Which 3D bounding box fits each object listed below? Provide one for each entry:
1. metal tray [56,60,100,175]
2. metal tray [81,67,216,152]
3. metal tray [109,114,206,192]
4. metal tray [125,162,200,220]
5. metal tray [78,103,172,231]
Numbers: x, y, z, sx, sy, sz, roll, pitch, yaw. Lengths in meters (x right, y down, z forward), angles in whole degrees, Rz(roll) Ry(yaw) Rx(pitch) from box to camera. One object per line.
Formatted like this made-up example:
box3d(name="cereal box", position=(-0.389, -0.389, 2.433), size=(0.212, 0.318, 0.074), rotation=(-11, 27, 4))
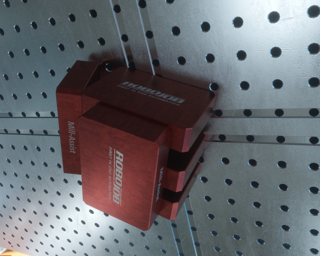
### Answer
box3d(name="metal tray", position=(-0.104, -0.013, 0.413), size=(0.030, 0.090, 0.129), rotation=(7, 124, -1))
box3d(name="metal tray", position=(-0.012, -0.027, 0.358), size=(0.130, 0.090, 0.030), rotation=(19, 126, 17))
box3d(name="metal tray", position=(-0.018, 0.022, 0.391), size=(0.130, 0.090, 0.030), rotation=(18, 124, 16))
box3d(name="metal tray", position=(-0.022, 0.059, 0.418), size=(0.130, 0.090, 0.030), rotation=(19, 126, 16))
box3d(name="metal tray", position=(-0.041, 0.046, 0.341), size=(0.090, 0.030, 0.129), rotation=(19, 126, 17))
